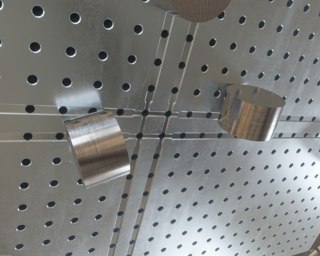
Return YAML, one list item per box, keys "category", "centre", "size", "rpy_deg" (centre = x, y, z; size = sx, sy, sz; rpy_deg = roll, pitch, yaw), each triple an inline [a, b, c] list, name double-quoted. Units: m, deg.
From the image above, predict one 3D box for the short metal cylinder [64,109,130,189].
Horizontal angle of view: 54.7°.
- category: "short metal cylinder"
  centre: [-0.072, 0.023, 0.351]
  size: [0.050, 0.080, 0.079]
  rpy_deg: [-18, 126, -19]

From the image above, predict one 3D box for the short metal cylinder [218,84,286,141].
- category: "short metal cylinder"
  centre: [0.126, -0.023, 0.433]
  size: [0.081, 0.080, 0.050]
  rpy_deg: [-4, 121, -27]

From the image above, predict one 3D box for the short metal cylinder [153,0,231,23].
- category: "short metal cylinder"
  centre: [0.032, -0.155, 0.318]
  size: [0.081, 0.050, 0.079]
  rpy_deg: [-14, 125, -21]
